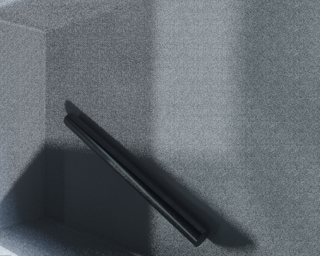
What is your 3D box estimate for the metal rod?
[{"bbox_3d":[-0.052,0.057,0.447,0.300,0.025,0.025,35,112,34],"label":"metal rod"}]
